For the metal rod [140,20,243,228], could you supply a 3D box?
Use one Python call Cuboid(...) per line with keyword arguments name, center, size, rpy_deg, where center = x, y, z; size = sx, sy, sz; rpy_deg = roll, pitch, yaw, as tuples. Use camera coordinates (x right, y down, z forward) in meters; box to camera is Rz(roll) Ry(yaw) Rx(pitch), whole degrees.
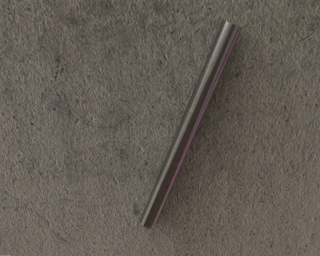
Cuboid(name="metal rod", center=(0.034, 0.009, 0.413), size=(0.025, 0.025, 0.298), rpy_deg=(19, 109, -7))
